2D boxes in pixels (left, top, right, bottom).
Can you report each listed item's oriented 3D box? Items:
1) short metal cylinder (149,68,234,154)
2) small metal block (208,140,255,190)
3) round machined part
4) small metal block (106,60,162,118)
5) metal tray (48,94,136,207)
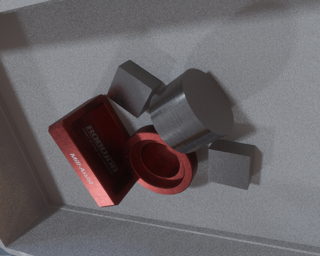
[{"bbox_3d":[0.035,-0.018,0.340,0.050,0.080,0.080,-33,100,38],"label":"short metal cylinder"},{"bbox_3d":[0.088,0.045,0.387,0.050,0.025,0.050,10,122,24],"label":"small metal block"},{"bbox_3d":[0.004,0.038,0.414,0.098,0.042,0.097,13,124,20],"label":"round machined part"},{"bbox_3d":[-0.034,-0.049,0.392,0.050,0.025,0.050,36,129,5],"label":"small metal block"},{"bbox_3d":[-0.079,0.030,0.422,0.030,0.090,0.130,-18,109,35],"label":"metal tray"}]
